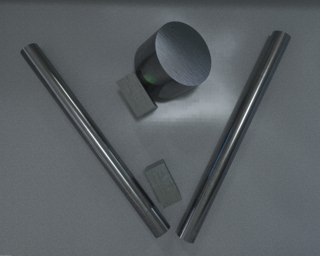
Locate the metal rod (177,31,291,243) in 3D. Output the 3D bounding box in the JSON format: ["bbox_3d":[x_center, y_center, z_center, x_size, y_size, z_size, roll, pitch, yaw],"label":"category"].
[{"bbox_3d":[0.098,0.011,0.412,0.025,0.025,0.299,25,90,-1],"label":"metal rod"}]

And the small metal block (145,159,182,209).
[{"bbox_3d":[0.004,0.070,0.399,0.025,0.050,0.050,-27,90,0],"label":"small metal block"}]

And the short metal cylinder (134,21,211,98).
[{"bbox_3d":[0.016,-0.082,0.381,0.081,0.050,0.080,9,73,-31],"label":"short metal cylinder"}]

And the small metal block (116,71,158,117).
[{"bbox_3d":[-0.028,-0.042,0.398,0.025,0.050,0.050,-32,90,5],"label":"small metal block"}]

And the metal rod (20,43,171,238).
[{"bbox_3d":[-0.085,0.017,0.410,0.025,0.025,0.299,-36,90,0],"label":"metal rod"}]
